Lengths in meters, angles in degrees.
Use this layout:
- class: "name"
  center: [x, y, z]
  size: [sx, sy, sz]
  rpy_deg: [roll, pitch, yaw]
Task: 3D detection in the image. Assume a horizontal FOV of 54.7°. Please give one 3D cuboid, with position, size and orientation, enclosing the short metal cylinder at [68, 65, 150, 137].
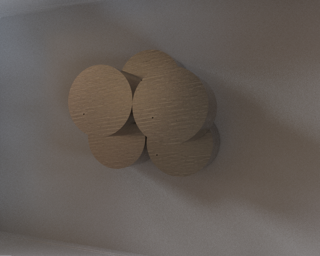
- class: "short metal cylinder"
  center: [-0.058, -0.030, 0.363]
  size: [0.080, 0.050, 0.080]
  rpy_deg: [0, 90, 20]

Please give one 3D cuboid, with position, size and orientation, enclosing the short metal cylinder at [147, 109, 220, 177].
- class: "short metal cylinder"
  center: [0.030, 0.017, 0.385]
  size: [0.080, 0.050, 0.080]
  rpy_deg: [0, 90, 20]

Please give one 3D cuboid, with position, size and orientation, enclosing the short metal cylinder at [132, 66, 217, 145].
- class: "short metal cylinder"
  center: [0.017, -0.023, 0.335]
  size: [0.080, 0.050, 0.080]
  rpy_deg: [0, 90, 20]

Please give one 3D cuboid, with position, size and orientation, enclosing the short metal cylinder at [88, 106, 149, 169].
- class: "short metal cylinder"
  center: [-0.047, 0.011, 0.412]
  size: [0.080, 0.050, 0.080]
  rpy_deg: [0, 90, 20]

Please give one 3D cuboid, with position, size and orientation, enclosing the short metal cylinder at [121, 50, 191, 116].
- class: "short metal cylinder"
  center: [-0.005, -0.055, 0.397]
  size: [0.080, 0.050, 0.080]
  rpy_deg: [0, 90, 20]
